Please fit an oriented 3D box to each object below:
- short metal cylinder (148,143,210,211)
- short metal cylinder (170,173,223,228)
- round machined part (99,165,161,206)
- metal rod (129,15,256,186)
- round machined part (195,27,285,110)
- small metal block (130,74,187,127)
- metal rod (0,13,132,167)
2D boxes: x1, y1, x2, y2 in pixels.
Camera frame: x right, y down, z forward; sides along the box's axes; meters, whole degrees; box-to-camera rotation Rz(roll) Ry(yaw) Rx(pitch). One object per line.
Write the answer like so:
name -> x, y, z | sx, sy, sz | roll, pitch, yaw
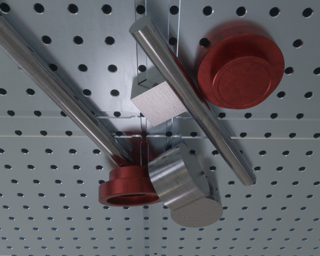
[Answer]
short metal cylinder -> 0.027, 0.067, 0.430 | 0.050, 0.080, 0.080 | -30, 124, 15
short metal cylinder -> 0.056, 0.115, 0.493 | 0.081, 0.050, 0.079 | 0, 130, 0
round machined part -> -0.040, 0.085, 0.457 | 0.099, 0.042, 0.098 | -4, 155, -2
metal rod -> 0.059, -0.010, 0.388 | 0.025, 0.025, 0.300 | -25, 131, 20
round machined part -> 0.091, -0.060, 0.350 | 0.099, 0.042, 0.097 | 0, 130, 0
small metal block -> -0.001, -0.036, 0.381 | 0.050, 0.025, 0.050 | -26, 126, 20
metal rod -> -0.126, -0.049, 0.368 | 0.025, 0.025, 0.300 | -24, 126, 19
